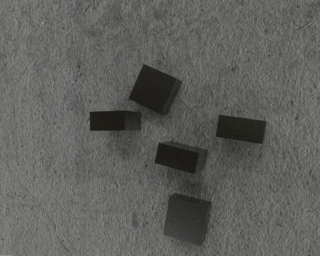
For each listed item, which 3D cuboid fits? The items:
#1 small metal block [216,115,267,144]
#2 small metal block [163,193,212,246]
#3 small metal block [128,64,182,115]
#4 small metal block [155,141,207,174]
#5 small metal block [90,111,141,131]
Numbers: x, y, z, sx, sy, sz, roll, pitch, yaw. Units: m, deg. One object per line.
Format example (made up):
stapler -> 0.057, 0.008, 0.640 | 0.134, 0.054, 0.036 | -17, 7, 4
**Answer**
small metal block -> 0.096, 0.001, 0.362 | 0.050, 0.050, 0.025 | 9, 93, 20
small metal block -> 0.035, 0.116, 0.396 | 0.050, 0.025, 0.050 | 10, 94, 19
small metal block -> -0.006, -0.050, 0.411 | 0.050, 0.025, 0.050 | 27, 99, 18
small metal block -> 0.028, 0.035, 0.386 | 0.050, 0.050, 0.025 | 14, 95, 19
small metal block -> -0.059, -0.009, 0.416 | 0.050, 0.050, 0.025 | -1, 90, 20
